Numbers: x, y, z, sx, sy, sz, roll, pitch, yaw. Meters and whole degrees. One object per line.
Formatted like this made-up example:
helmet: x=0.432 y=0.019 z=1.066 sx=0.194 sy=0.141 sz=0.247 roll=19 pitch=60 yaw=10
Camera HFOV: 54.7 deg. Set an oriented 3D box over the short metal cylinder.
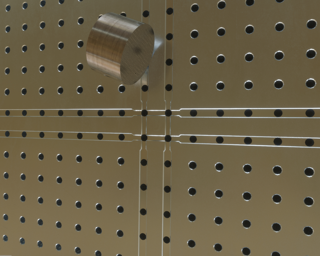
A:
short metal cylinder: x=-0.049 y=-0.102 z=0.400 sx=0.050 sy=0.080 sz=0.080 roll=24 pitch=98 yaw=18
